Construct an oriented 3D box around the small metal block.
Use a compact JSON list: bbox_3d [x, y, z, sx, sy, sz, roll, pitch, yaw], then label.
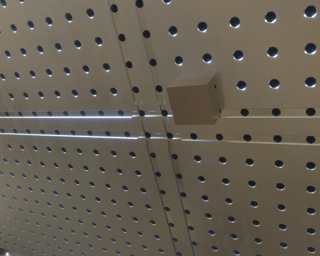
[{"bbox_3d":[0.040,-0.031,0.370,0.050,0.025,0.050,-1,118,28],"label":"small metal block"}]
